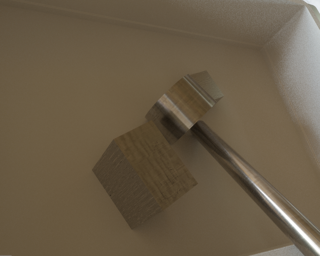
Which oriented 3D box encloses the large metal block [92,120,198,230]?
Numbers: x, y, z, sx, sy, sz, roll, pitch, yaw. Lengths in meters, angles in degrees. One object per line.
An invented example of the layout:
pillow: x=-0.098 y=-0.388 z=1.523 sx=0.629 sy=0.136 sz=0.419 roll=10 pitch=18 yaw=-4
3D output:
large metal block: x=-0.020 y=0.051 z=0.330 sx=0.050 sy=0.080 sz=0.080 roll=-28 pitch=78 yaw=-38

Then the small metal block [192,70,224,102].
small metal block: x=0.062 y=-0.057 z=0.476 sx=0.050 sy=0.025 sz=0.050 roll=-22 pitch=74 yaw=-36

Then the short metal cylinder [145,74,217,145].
short metal cylinder: x=0.027 y=-0.023 z=0.401 sx=0.050 sy=0.080 sz=0.080 roll=46 pitch=51 yaw=3

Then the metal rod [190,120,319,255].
metal rod: x=0.105 y=0.067 z=0.316 sx=0.025 sy=0.025 sz=0.300 roll=7 pitch=23 yaw=-25
